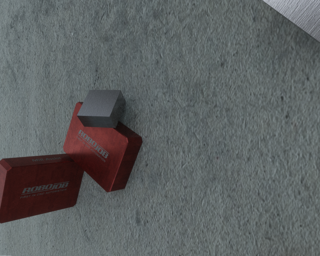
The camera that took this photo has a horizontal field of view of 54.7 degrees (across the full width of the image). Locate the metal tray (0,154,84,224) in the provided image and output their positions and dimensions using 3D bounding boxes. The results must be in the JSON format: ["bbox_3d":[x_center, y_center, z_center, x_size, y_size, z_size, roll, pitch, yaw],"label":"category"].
[{"bbox_3d":[-0.187,0.090,0.488,0.030,0.131,0.089,26,106,37],"label":"metal tray"}]

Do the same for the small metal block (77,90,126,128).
[{"bbox_3d":[-0.083,-0.028,0.444,0.050,0.025,0.050,3,53,18],"label":"small metal block"}]

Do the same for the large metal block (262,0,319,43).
[{"bbox_3d":[0.147,-0.122,0.267,0.080,0.050,0.080,52,120,27],"label":"large metal block"}]

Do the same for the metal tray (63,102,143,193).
[{"bbox_3d":[-0.092,0.026,0.475,0.130,0.030,0.089,33,110,34],"label":"metal tray"}]
